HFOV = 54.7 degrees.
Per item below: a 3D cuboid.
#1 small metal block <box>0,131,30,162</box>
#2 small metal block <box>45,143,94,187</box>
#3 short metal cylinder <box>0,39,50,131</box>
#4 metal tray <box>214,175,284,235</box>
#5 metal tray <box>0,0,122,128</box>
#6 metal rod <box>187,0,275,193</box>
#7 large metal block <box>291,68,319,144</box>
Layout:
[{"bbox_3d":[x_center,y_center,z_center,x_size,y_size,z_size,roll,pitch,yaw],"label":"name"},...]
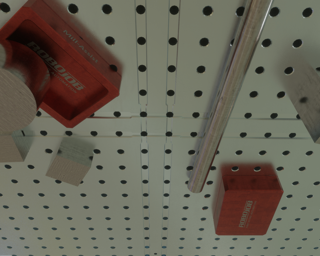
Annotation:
[{"bbox_3d":[-0.217,0.021,0.428,0.050,0.025,0.050,-2,130,1],"label":"small metal block"},{"bbox_3d":[-0.133,0.055,0.457,0.050,0.025,0.050,24,126,-20],"label":"small metal block"},{"bbox_3d":[-0.160,-0.043,0.317,0.081,0.050,0.079,0,130,0],"label":"short metal cylinder"},{"bbox_3d":[0.144,0.134,0.524,0.091,0.030,0.129,0,130,-1],"label":"metal tray"},{"bbox_3d":[-0.120,-0.066,0.350,0.090,0.030,0.130,-32,124,24],"label":"metal tray"},{"bbox_3d":[0.078,-0.019,0.395,0.025,0.025,0.298,6,130,-6],"label":"metal rod"},{"bbox_3d":[0.214,-0.020,0.361,0.081,0.080,0.050,12,129,-10],"label":"large metal block"}]
